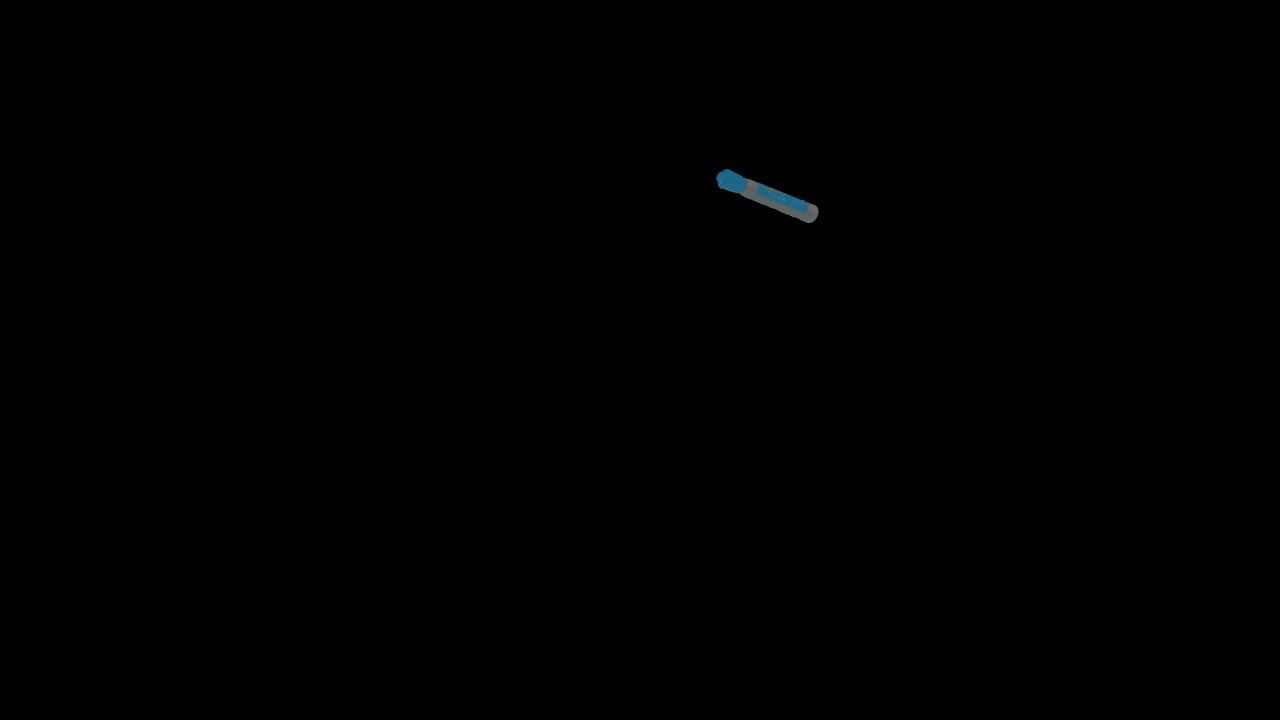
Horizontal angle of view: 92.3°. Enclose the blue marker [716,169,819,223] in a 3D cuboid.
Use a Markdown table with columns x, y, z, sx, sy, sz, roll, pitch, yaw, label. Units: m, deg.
| x | y | z | sx | sy | sz | roll | pitch | yaw | label |
| --- | --- | --- | --- | --- | --- | --- | --- | --- | --- |
| 0.127 | -0.162 | 0.611 | 0.121 | 0.020 | 0.020 | 12 | -6 | -28 | blue marker |
